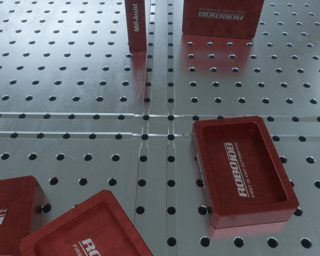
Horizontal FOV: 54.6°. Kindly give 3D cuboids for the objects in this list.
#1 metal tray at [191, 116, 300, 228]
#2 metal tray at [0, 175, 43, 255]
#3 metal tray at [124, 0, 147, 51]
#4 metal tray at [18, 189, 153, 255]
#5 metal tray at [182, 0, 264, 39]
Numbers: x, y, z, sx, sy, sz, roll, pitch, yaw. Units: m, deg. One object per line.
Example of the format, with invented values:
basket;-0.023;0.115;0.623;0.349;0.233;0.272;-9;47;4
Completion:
metal tray;0.093;0.046;0.366;0.091;0.030;0.130;-5;50;-4
metal tray;-0.193;0.103;0.317;0.131;0.030;0.090;-8;50;-7
metal tray;-0.041;-0.206;0.512;0.030;0.129;0.090;-3;50;-3
metal tray;-0.050;0.132;0.272;0.091;0.030;0.130;-30;71;-23
metal tray;0.107;-0.206;0.538;0.131;0.090;0.030;6;51;5
